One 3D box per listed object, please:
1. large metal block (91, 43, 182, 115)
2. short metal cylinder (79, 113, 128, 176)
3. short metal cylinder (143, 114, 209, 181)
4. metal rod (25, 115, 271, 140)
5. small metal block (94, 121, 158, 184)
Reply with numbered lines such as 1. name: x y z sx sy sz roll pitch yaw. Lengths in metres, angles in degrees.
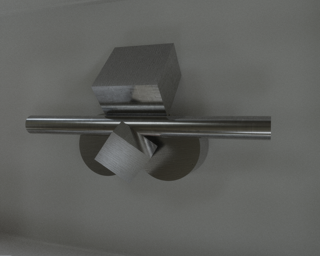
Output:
1. large metal block: -0.025 -0.058 0.382 0.080 0.050 0.080 1 47 19
2. short metal cylinder: -0.059 0.021 0.416 0.080 0.050 0.079 0 90 19
3. short metal cylinder: 0.016 0.023 0.389 0.080 0.050 0.079 0 90 19
4. metal rod: -0.029 -0.002 0.365 0.301 0.025 0.025 1 90 19
5. small metal block: -0.039 0.029 0.357 0.050 0.025 0.050 36 124 -3
